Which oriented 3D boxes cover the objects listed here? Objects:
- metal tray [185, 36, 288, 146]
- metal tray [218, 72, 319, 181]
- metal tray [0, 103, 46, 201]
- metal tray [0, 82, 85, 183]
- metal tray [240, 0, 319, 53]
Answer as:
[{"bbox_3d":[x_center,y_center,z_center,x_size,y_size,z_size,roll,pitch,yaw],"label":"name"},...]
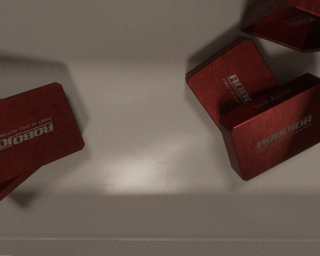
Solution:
[{"bbox_3d":[0.104,-0.038,0.396,0.090,0.030,0.130,-34,107,11],"label":"metal tray"},{"bbox_3d":[0.145,0.000,0.383,0.131,0.030,0.090,-27,125,-5],"label":"metal tray"},{"bbox_3d":[-0.215,0.017,0.386,0.090,0.030,0.130,-43,112,-16],"label":"metal tray"},{"bbox_3d":[-0.169,0.007,0.373,0.131,0.030,0.089,-24,105,-22],"label":"metal tray"},{"bbox_3d":[0.148,-0.109,0.315,0.091,0.130,0.030,17,97,-7],"label":"metal tray"}]
